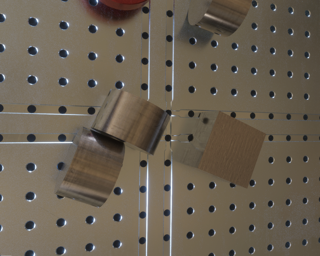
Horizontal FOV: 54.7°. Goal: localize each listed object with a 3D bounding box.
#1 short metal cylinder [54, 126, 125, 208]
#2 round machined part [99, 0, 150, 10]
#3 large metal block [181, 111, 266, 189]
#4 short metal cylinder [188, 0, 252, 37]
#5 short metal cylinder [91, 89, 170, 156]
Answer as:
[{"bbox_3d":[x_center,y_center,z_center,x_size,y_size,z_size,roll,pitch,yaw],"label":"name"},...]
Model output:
[{"bbox_3d":[-0.080,0.044,0.354,0.050,0.080,0.080,24,82,-19],"label":"short metal cylinder"},{"bbox_3d":[-0.049,-0.195,0.385,0.099,0.042,0.097,0,90,-20],"label":"round machined part"},{"bbox_3d":[0.088,0.029,0.432,0.080,0.050,0.080,24,82,-19],"label":"large metal block"},{"bbox_3d":[0.078,-0.168,0.412,0.050,0.080,0.080,13,86,-20],"label":"short metal cylinder"},{"bbox_3d":[-0.034,-0.006,0.371,0.080,0.080,0.050,27,81,-18],"label":"short metal cylinder"}]
